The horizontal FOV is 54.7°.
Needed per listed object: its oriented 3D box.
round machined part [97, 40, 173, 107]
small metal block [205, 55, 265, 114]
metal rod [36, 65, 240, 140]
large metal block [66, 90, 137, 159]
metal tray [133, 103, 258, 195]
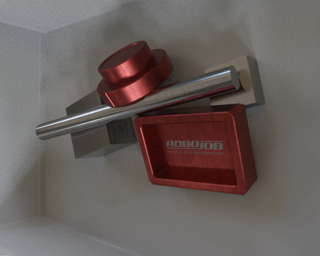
[{"bbox_3d":[-0.037,-0.072,0.383,0.098,0.098,0.042,-6,127,39],"label":"round machined part"},{"bbox_3d":[0.081,-0.045,0.337,0.050,0.025,0.050,-15,81,38],"label":"small metal block"},{"bbox_3d":[-0.050,-0.022,0.386,0.300,0.025,0.025,-13,82,31],"label":"metal rod"},{"bbox_3d":[-0.088,-0.004,0.458,0.080,0.050,0.080,-23,76,37],"label":"large metal block"},{"bbox_3d":[0.036,0.023,0.352,0.130,0.030,0.089,-2,108,39],"label":"metal tray"}]
